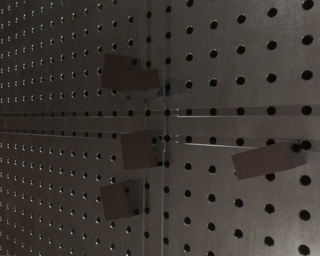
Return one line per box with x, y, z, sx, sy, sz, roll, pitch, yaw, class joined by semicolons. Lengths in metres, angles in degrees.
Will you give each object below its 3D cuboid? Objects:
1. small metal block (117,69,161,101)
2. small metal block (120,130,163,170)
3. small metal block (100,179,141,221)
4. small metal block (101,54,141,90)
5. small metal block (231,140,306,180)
-0.029;-0.055;0.402;0.050;0.050;0.025;139;124;-79;small metal block
-0.026;0.030;0.429;0.050;0.025;0.050;-11;83;39;small metal block
-0.059;0.106;0.456;0.050;0.025;0.050;-20;77;38;small metal block
-0.058;-0.080;0.455;0.050;0.025;0.050;16;100;38;small metal block
0.107;0.031;0.304;0.050;0.050;0.025;-22;77;37;small metal block
